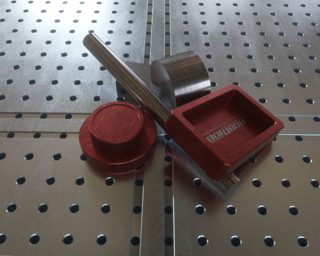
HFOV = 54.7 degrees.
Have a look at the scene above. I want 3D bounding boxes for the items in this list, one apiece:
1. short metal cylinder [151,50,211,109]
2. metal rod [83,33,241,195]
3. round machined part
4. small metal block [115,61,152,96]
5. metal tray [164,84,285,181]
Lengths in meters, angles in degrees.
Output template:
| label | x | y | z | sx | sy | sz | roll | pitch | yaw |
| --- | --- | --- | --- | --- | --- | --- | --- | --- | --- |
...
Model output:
| label | x | y | z | sx | sy | sz | roll | pitch | yaw |
| --- | --- | --- | --- | --- | --- | --- | --- | --- | --- |
| short metal cylinder | 0.026 | -0.060 | 0.422 | 0.050 | 0.080 | 0.080 | -20 | 53 | -16 |
| metal rod | -0.011 | -0.033 | 0.413 | 0.025 | 0.025 | 0.300 | -33 | 65 | -24 |
| round machined part | -0.053 | 0.004 | 0.391 | 0.099 | 0.042 | 0.098 | 0 | 50 | 0 |
| small metal block | -0.034 | -0.073 | 0.469 | 0.050 | 0.025 | 0.050 | 10 | 51 | 8 |
| metal tray | 0.081 | -0.001 | 0.379 | 0.131 | 0.030 | 0.090 | -25 | 61 | -39 |
